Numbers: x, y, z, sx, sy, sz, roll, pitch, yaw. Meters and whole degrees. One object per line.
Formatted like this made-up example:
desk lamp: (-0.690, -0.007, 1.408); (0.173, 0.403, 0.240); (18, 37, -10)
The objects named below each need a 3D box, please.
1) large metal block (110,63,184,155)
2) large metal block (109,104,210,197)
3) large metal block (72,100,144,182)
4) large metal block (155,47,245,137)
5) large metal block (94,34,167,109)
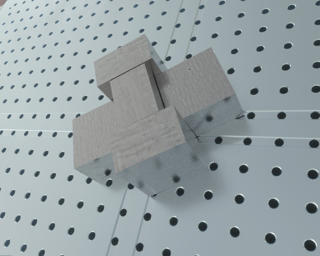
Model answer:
large metal block: (-0.016, -0.020, 0.394); (0.050, 0.080, 0.080); (-26, 53, 13)
large metal block: (0.001, 0.029, 0.355); (0.080, 0.080, 0.050); (-25, 53, 12)
large metal block: (-0.069, 0.016, 0.421); (0.080, 0.050, 0.080); (-24, 53, 14)
large metal block: (0.049, -0.042, 0.392); (0.080, 0.050, 0.080); (-26, 55, 12)
large metal block: (-0.033, -0.070, 0.433); (0.080, 0.080, 0.050); (-25, 52, 13)
